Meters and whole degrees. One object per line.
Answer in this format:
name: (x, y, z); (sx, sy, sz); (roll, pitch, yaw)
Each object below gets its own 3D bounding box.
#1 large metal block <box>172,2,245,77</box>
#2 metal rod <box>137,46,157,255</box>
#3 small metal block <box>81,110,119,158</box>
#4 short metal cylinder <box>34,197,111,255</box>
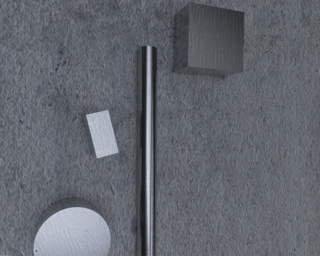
large metal block: (0.065, -0.115, 0.420); (0.081, 0.050, 0.080); (2, 90, -20)
metal rod: (-0.016, 0.046, 0.403); (0.025, 0.025, 0.298); (0, 90, -20)
small metal block: (-0.073, 0.007, 0.369); (0.025, 0.050, 0.050); (-15, 95, -19)
short metal cylinder: (-0.102, 0.125, 0.359); (0.081, 0.050, 0.080); (0, 90, -20)
